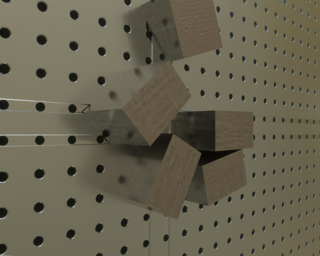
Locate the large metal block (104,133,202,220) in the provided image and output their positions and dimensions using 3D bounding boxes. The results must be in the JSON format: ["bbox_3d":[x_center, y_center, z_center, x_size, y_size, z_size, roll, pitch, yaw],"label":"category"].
[{"bbox_3d":[-0.009,0.053,0.365,0.050,0.080,0.080,35,69,-35],"label":"large metal block"}]

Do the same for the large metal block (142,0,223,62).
[{"bbox_3d":[0.032,-0.137,0.419,0.081,0.050,0.080,-25,106,-37],"label":"large metal block"}]

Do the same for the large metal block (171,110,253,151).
[{"bbox_3d":[0.072,0.003,0.433,0.081,0.080,0.050,-1,91,-40],"label":"large metal block"}]

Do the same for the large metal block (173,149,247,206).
[{"bbox_3d":[0.058,0.060,0.421,0.081,0.080,0.050,-15,100,-39],"label":"large metal block"}]

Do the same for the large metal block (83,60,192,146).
[{"bbox_3d":[-0.026,-0.027,0.351,0.080,0.080,0.050,-50,120,-28],"label":"large metal block"}]
